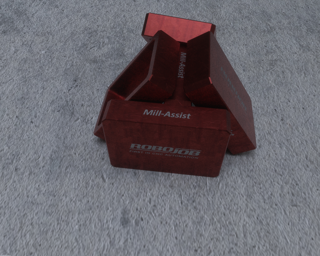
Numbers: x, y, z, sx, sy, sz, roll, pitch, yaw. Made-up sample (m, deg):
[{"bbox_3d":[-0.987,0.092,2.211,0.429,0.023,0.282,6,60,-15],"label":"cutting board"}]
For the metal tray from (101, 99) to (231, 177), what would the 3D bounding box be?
[{"bbox_3d":[0.007,0.014,0.350,0.131,0.089,0.030,5,51,4],"label":"metal tray"}]

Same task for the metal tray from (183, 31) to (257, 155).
[{"bbox_3d":[0.076,-0.039,0.374,0.030,0.130,0.090,-19,44,29],"label":"metal tray"}]

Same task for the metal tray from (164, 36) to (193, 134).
[{"bbox_3d":[0.026,-0.047,0.401,0.030,0.089,0.130,6,50,4],"label":"metal tray"}]

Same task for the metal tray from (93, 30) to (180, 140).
[{"bbox_3d":[-0.030,-0.047,0.381,0.030,0.129,0.090,30,46,-24],"label":"metal tray"}]

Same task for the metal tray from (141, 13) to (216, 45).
[{"bbox_3d":[0.034,-0.123,0.448,0.090,0.130,0.030,14,93,11],"label":"metal tray"}]
